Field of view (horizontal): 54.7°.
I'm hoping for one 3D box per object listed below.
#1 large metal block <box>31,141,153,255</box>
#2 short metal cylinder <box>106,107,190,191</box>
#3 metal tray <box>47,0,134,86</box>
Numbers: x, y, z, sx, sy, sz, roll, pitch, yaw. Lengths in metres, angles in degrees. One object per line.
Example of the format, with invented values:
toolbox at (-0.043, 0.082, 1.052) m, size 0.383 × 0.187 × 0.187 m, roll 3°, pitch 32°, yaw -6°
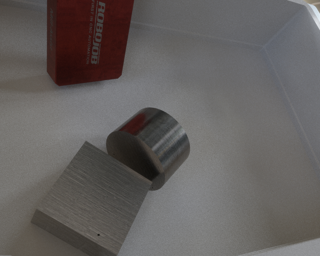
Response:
large metal block at (-0.066, 0.074, 0.310) m, size 0.080 × 0.050 × 0.080 m, roll 33°, pitch 51°, yaw -7°
short metal cylinder at (-0.014, 0.024, 0.350) m, size 0.080 × 0.080 × 0.050 m, roll 45°, pitch 51°, yaw 2°
metal tray at (-0.083, -0.117, 0.365) m, size 0.091 × 0.129 × 0.030 m, roll -14°, pitch 46°, yaw -34°
